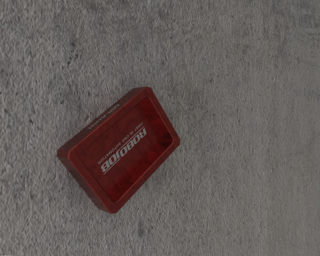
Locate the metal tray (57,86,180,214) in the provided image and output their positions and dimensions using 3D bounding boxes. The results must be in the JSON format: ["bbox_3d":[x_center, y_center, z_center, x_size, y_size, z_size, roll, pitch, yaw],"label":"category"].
[{"bbox_3d":[-0.041,0.022,0.365,0.131,0.030,0.090,-45,117,-31],"label":"metal tray"}]
